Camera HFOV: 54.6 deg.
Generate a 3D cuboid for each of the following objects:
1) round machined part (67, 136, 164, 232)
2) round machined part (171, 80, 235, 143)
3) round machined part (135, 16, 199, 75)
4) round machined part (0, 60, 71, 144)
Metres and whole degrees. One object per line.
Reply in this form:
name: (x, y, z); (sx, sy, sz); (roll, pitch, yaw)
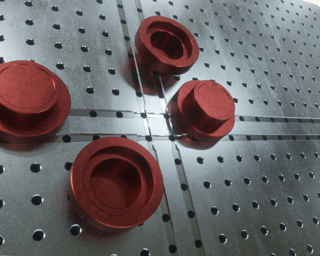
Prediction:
round machined part: (-0.049, 0.062, 0.333); (0.099, 0.042, 0.098); (13, 56, -21)
round machined part: (0.070, -0.031, 0.453); (0.099, 0.042, 0.098); (13, 56, -21)
round machined part: (0.007, -0.120, 0.474); (0.099, 0.042, 0.098); (13, 56, -21)
round machined part: (-0.148, -0.035, 0.339); (0.099, 0.042, 0.098); (13, 56, -21)
